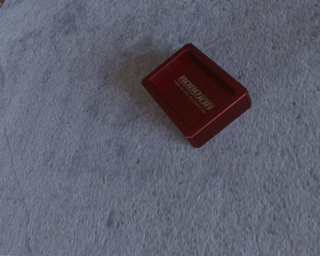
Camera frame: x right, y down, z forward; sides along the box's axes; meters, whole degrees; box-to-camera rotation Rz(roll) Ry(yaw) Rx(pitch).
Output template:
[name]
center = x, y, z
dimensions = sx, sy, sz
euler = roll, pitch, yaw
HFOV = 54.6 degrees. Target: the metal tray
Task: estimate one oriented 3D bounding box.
[metal tray]
center = 0.043, -0.047, 0.407
dimensions = 0.090, 0.030, 0.130
euler = -39, 51, 2
